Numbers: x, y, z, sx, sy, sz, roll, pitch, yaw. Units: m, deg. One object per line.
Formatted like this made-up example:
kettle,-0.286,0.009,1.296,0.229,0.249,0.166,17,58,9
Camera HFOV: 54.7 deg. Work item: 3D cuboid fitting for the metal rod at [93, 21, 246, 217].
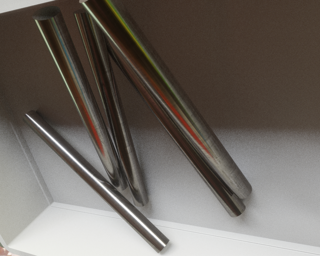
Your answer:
metal rod,0.017,-0.005,0.396,0.025,0.025,0.300,-30,102,38

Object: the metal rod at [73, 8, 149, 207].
metal rod,-0.056,-0.005,0.415,0.025,0.025,0.298,6,127,25

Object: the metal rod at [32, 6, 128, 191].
metal rod,-0.082,-0.006,0.388,0.025,0.025,0.299,14,143,20

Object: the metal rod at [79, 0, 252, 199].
metal rod,0.030,-0.008,0.312,0.025,0.025,0.300,-11,137,33

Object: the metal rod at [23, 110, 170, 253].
metal rod,-0.105,0.078,0.484,0.300,0.025,0.025,41,130,10
